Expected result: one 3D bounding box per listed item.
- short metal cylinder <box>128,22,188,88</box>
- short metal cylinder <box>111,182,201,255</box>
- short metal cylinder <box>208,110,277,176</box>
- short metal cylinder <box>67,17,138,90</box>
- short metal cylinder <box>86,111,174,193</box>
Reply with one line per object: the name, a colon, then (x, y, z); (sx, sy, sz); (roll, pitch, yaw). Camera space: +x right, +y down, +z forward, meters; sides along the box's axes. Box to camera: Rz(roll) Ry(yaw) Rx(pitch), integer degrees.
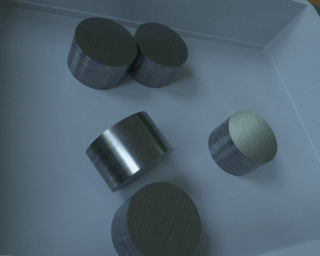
short metal cylinder: (-0.007, -0.105, 0.450); (0.081, 0.050, 0.080); (14, 56, -21)
short metal cylinder: (-0.005, 0.103, 0.324); (0.081, 0.050, 0.080); (14, 56, -21)
short metal cylinder: (0.116, 0.022, 0.439); (0.081, 0.050, 0.080); (14, 56, -21)
short metal cylinder: (-0.076, -0.097, 0.408); (0.081, 0.050, 0.080); (14, 56, -21)
short metal cylinder: (-0.032, 0.026, 0.337); (0.081, 0.080, 0.050); (-29, 78, -37)
